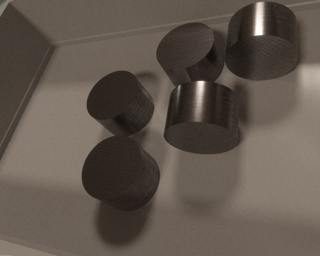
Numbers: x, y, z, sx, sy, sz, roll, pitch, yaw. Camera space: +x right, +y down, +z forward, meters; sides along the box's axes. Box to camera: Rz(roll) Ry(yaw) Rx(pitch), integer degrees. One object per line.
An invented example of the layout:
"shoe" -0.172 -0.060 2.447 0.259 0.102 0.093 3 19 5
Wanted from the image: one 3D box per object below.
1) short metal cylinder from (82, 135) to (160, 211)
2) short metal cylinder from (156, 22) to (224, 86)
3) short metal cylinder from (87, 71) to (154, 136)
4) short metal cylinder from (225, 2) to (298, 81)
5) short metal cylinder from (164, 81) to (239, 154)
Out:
"short metal cylinder" -0.047 0.056 0.379 0.080 0.050 0.080 -13 56 20
"short metal cylinder" 0.042 -0.097 0.426 0.080 0.050 0.080 -13 56 20
"short metal cylinder" -0.055 -0.034 0.438 0.080 0.050 0.080 -13 56 20
"short metal cylinder" 0.120 -0.100 0.369 0.080 0.080 0.050 -3 61 26
"short metal cylinder" 0.048 -0.009 0.350 0.080 0.080 0.050 -5 60 25
